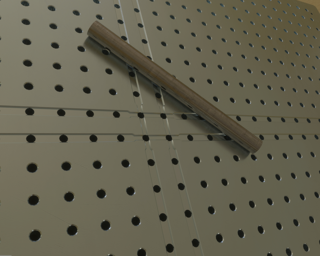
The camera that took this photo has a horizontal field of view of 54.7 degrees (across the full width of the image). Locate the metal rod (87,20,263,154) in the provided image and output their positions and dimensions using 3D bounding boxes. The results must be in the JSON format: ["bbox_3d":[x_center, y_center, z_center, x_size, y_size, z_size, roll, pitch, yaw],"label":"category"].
[{"bbox_3d":[0.025,-0.057,0.458,0.301,0.025,0.025,35,51,-5],"label":"metal rod"}]
